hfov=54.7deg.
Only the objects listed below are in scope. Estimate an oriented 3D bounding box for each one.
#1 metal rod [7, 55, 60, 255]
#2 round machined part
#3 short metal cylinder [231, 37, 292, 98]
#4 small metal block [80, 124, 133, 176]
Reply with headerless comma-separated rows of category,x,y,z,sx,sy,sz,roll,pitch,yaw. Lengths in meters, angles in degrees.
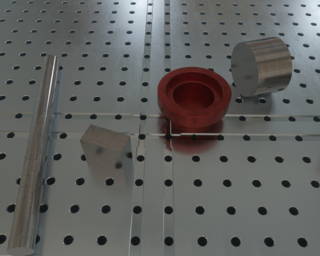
metal rod,-0.155,0.007,0.399,0.025,0.025,0.300,-5,50,-5
round machined part,0.046,-0.037,0.429,0.099,0.042,0.098,0,50,0
short metal cylinder,0.144,-0.087,0.447,0.050,0.080,0.080,-12,51,-10
small metal block,-0.062,0.027,0.368,0.050,0.050,0.025,16,52,13
